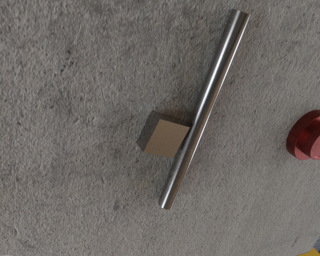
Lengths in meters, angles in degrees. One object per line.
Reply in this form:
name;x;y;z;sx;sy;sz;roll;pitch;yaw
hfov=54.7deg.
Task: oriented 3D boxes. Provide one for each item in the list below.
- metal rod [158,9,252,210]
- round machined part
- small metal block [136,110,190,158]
metal rod;0.054;-0.010;0.431;0.025;0.025;0.298;5;116;-31
round machined part;0.285;0.019;0.567;0.099;0.042;0.097;-14;125;-21
small metal block;0.004;0.009;0.416;0.050;0.025;0.050;15;111;-35
